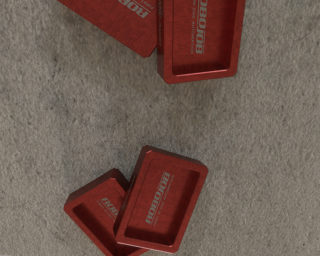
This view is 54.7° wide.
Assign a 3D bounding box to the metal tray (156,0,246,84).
[{"bbox_3d":[0.044,-0.118,0.339,0.091,0.030,0.129,-9,122,-14],"label":"metal tray"}]

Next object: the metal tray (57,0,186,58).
[{"bbox_3d":[-0.044,-0.153,0.350,0.130,0.030,0.090,32,107,-12],"label":"metal tray"}]

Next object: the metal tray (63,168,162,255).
[{"bbox_3d":[-0.064,0.133,0.455,0.090,0.030,0.130,-32,108,10],"label":"metal tray"}]

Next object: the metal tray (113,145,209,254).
[{"bbox_3d":[0.000,0.097,0.420,0.091,0.030,0.129,18,96,-17],"label":"metal tray"}]
